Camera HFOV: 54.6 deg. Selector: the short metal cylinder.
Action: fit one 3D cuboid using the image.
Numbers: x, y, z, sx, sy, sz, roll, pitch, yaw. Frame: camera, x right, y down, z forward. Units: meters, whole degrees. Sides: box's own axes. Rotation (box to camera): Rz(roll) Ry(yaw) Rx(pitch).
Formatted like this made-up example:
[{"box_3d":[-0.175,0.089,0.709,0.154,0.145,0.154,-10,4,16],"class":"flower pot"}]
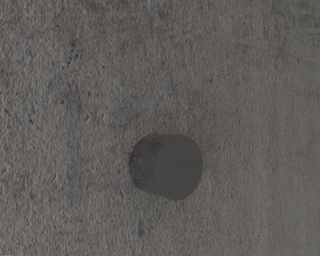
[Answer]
[{"box_3d":[0.008,0.047,0.395,0.081,0.050,0.080,0,90,-40],"class":"short metal cylinder"}]
